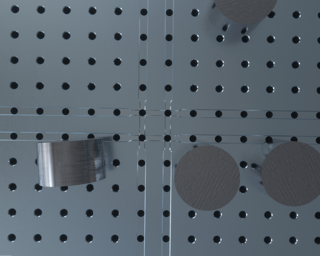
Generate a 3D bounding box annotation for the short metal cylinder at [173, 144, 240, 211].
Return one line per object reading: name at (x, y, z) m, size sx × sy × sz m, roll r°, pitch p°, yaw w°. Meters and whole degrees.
short metal cylinder at (0.057, 0.061, 0.402) m, size 0.081 × 0.050 × 0.079 m, roll 0°, pitch 90°, yaw -1°

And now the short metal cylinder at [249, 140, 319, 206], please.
short metal cylinder at (0.164, 0.056, 0.403) m, size 0.081 × 0.050 × 0.079 m, roll 0°, pitch 90°, yaw -1°

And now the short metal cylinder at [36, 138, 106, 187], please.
short metal cylinder at (-0.109, 0.040, 0.385) m, size 0.081 × 0.080 × 0.050 m, roll -4°, pitch 90°, yaw -1°

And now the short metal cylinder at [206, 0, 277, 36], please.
short metal cylinder at (0.104, -0.167, 0.402) m, size 0.081 × 0.050 × 0.079 m, roll 0°, pitch 90°, yaw -1°
